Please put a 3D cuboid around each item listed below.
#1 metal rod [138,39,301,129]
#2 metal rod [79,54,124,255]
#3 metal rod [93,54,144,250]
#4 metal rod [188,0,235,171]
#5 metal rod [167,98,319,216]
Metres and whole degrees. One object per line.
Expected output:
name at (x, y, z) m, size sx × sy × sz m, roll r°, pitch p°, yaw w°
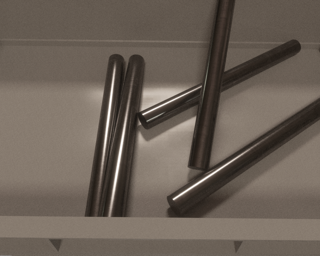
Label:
metal rod at (0.102, -0.074, 0.468) m, size 0.302 × 0.025 × 0.025 m, roll -27°, pitch 55°, yaw -22°
metal rod at (-0.068, 0.007, 0.398) m, size 0.025 × 0.025 × 0.300 m, roll 0°, pitch 50°, yaw -1°
metal rod at (-0.043, 0.000, 0.389) m, size 0.025 × 0.025 × 0.300 m, roll 2°, pitch 46°, yaw 1°
metal rod at (0.074, -0.093, 0.405) m, size 0.025 × 0.025 × 0.299 m, roll 10°, pitch 75°, yaw 7°
metal rod at (0.138, 0.018, 0.391) m, size 0.302 × 0.025 × 0.025 m, roll -28°, pitch 56°, yaw -22°
